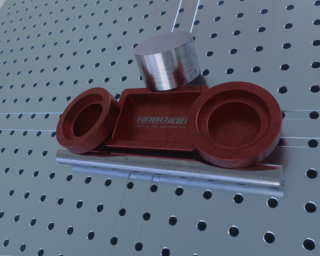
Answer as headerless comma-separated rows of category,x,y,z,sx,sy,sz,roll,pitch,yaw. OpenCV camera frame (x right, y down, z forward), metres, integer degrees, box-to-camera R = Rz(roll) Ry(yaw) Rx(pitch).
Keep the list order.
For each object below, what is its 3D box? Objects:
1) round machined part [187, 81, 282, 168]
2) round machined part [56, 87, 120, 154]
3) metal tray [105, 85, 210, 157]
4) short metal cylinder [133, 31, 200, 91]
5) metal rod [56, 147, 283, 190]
round machined part,0.082,-0.001,0.343,0.098,0.042,0.098,-9,58,14
round machined part,-0.096,-0.006,0.441,0.098,0.042,0.098,-20,49,25
metal tray,0.000,-0.009,0.405,0.130,0.030,0.090,1,63,28
short metal cylinder,0.010,-0.092,0.420,0.080,0.050,0.080,-13,31,8
metal rod,-0.011,0.045,0.381,0.300,0.025,0.025,2,63,29
